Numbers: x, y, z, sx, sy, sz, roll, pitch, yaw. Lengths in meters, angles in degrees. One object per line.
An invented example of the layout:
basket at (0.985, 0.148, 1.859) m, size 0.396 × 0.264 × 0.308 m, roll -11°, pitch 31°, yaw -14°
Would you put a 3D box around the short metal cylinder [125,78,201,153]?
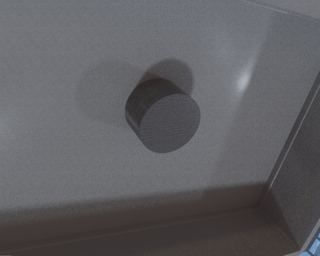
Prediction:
short metal cylinder at (0.003, -0.015, 0.386) m, size 0.081 × 0.050 × 0.079 m, roll -14°, pitch 125°, yaw -21°
